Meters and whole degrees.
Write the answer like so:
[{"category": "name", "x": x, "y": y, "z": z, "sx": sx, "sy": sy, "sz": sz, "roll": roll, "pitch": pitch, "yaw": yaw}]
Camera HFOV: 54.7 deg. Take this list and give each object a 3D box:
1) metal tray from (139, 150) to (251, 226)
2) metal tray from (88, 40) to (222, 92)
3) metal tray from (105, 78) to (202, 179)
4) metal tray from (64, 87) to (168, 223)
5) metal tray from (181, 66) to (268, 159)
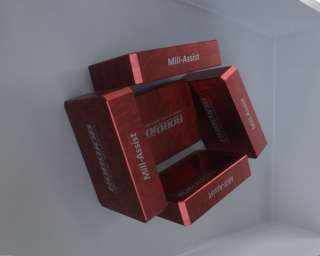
[{"category": "metal tray", "x": 0.044, "y": 0.070, "z": 0.401, "sx": 0.131, "sy": 0.090, "sz": 0.030, "roll": -26, "pitch": 107, "yaw": -37}, {"category": "metal tray", "x": -0.004, "y": -0.073, "z": 0.360, "sx": 0.131, "sy": 0.090, "sz": 0.030, "roll": -20, "pitch": 103, "yaw": -38}, {"category": "metal tray", "x": -0.008, "y": -0.004, "z": 0.395, "sx": 0.131, "sy": 0.030, "sz": 0.089, "roll": -25, "pitch": 106, "yaw": -37}, {"category": "metal tray", "x": -0.048, "y": 0.027, "z": 0.323, "sx": 0.030, "sy": 0.090, "sz": 0.129, "roll": -27, "pitch": 107, "yaw": -37}, {"category": "metal tray", "x": 0.086, "y": -0.019, "z": 0.437, "sx": 0.030, "sy": 0.090, "sz": 0.130, "roll": -44, "pitch": 117, "yaw": -31}]
